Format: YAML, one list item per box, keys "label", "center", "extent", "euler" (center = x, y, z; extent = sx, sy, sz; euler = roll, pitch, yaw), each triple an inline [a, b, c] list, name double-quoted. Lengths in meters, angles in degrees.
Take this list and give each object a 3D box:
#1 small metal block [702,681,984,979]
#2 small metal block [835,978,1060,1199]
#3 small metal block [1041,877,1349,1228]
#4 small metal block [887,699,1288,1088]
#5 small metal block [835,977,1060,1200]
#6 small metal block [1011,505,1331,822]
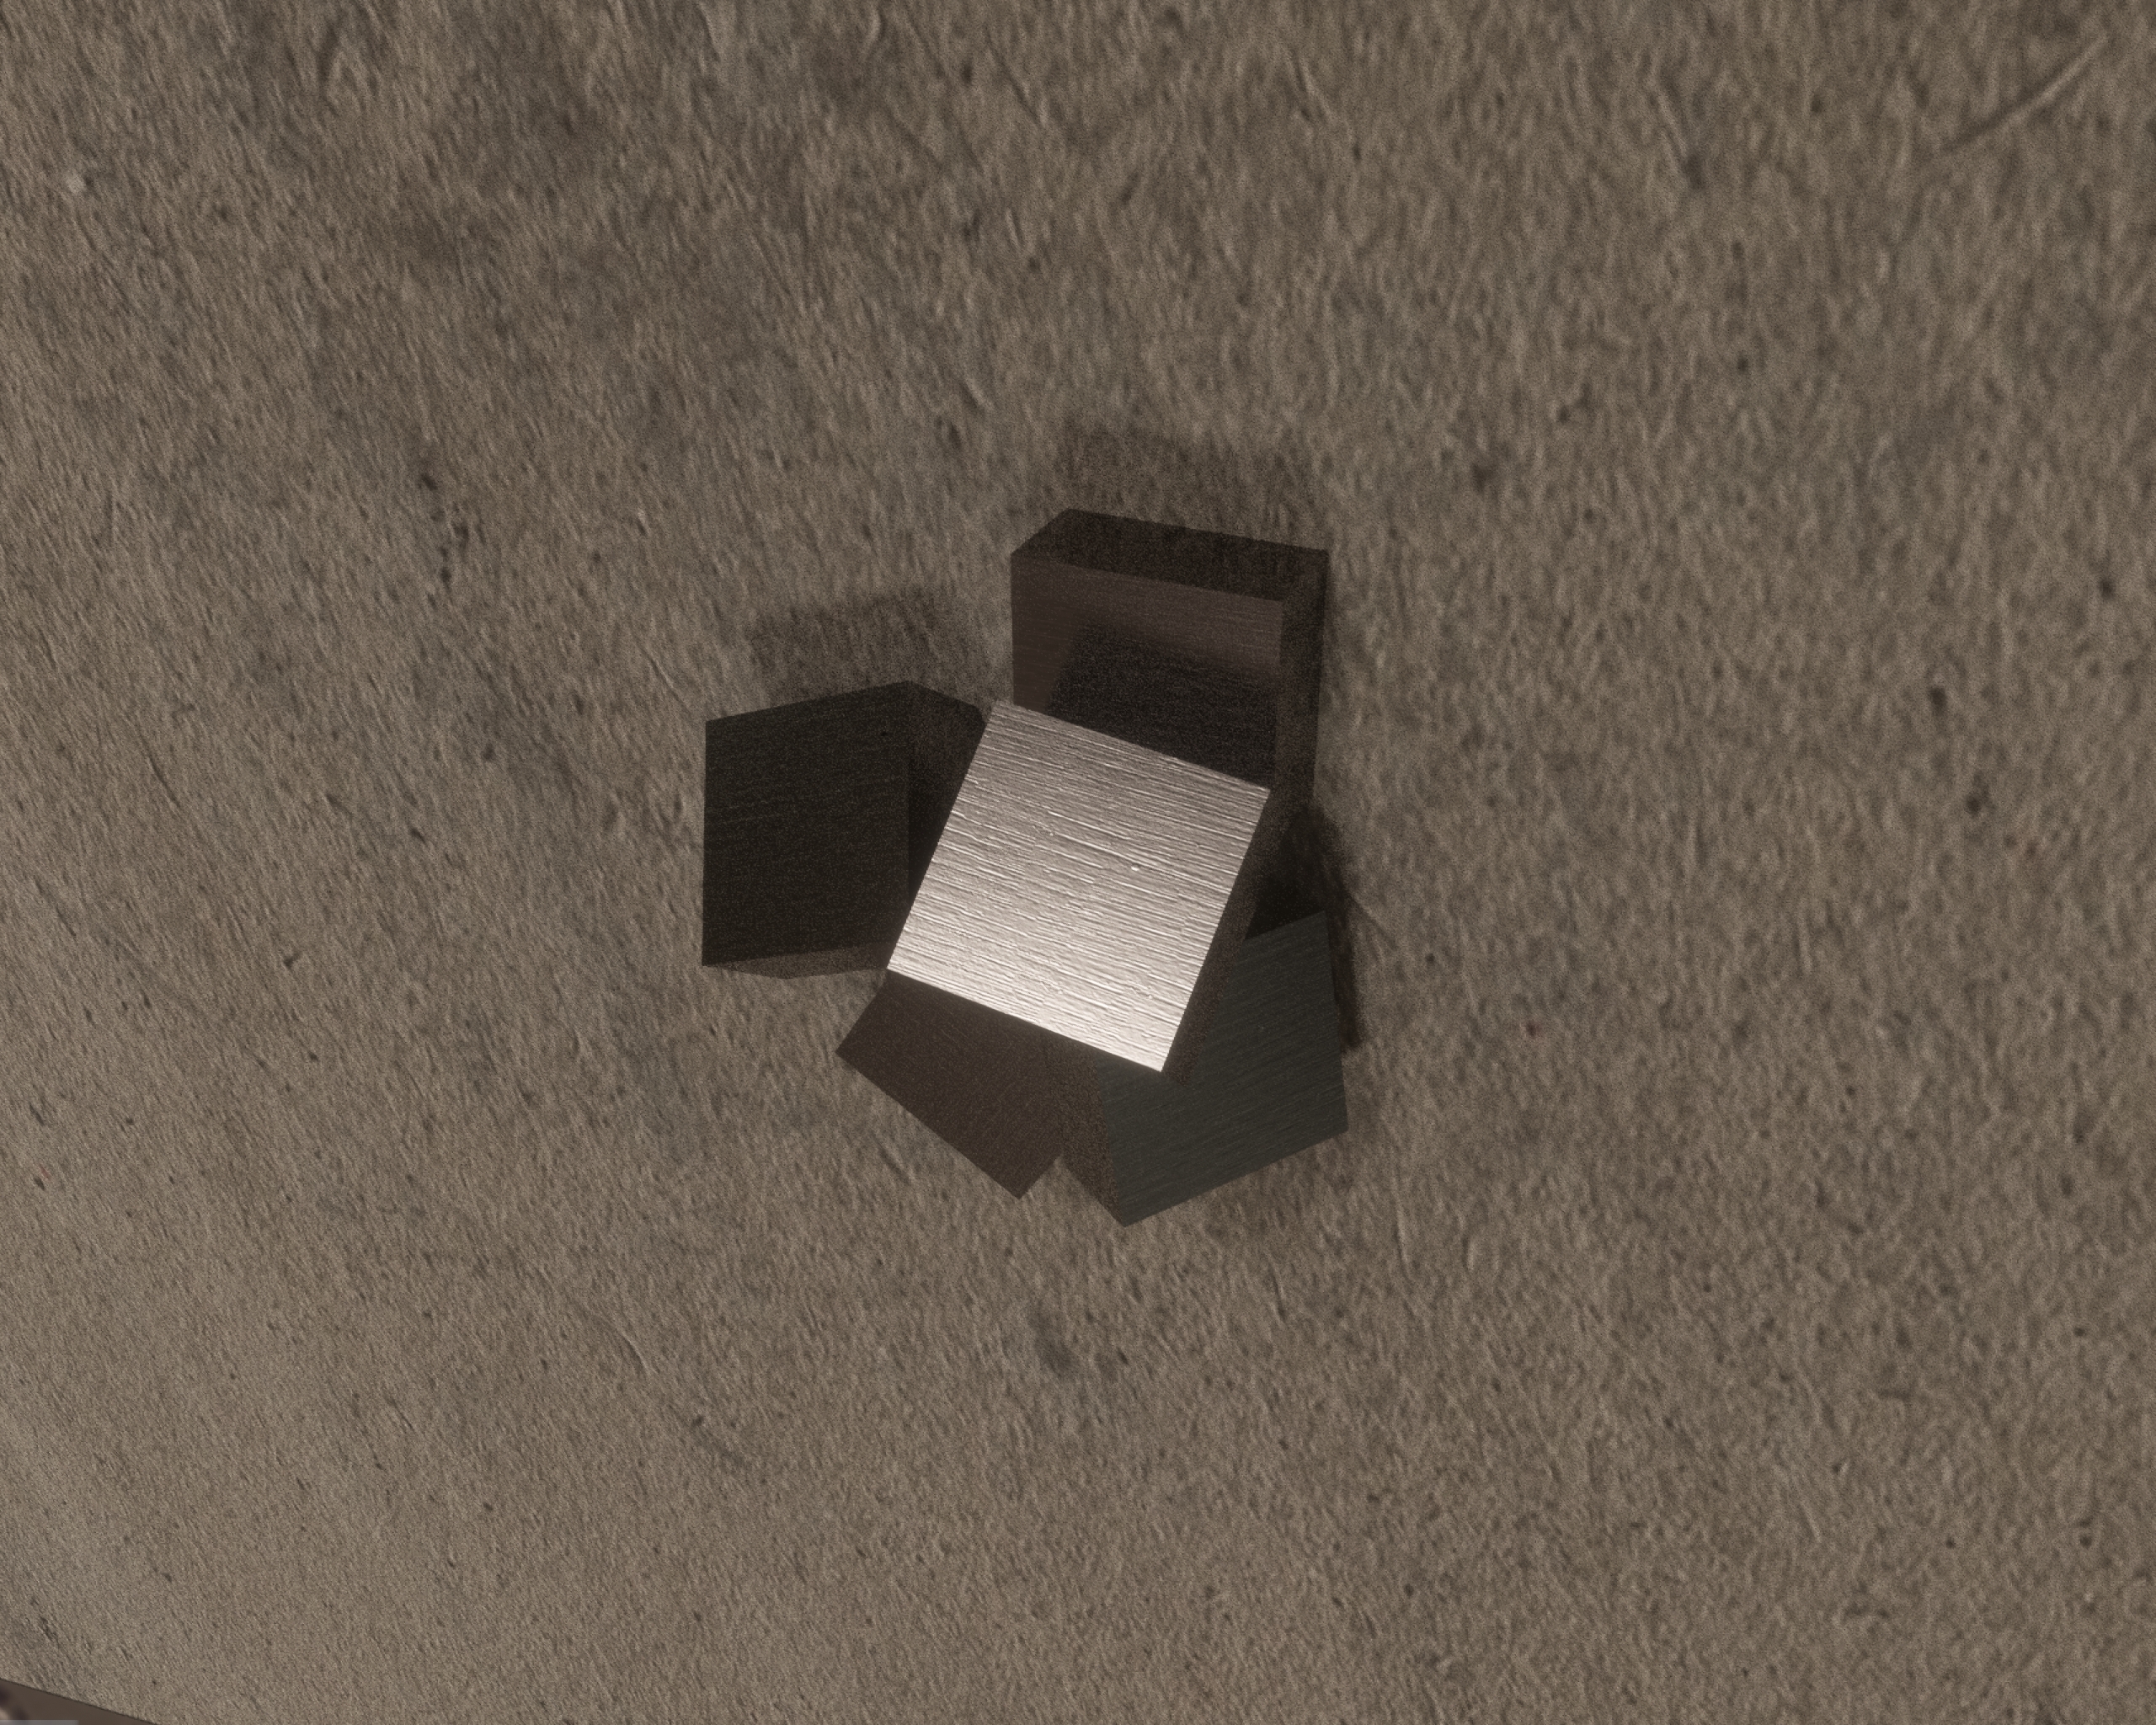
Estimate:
- label: "small metal block"
  center: [-0.046, -0.005, 0.412]
  extent: [0.050, 0.025, 0.050]
  euler: [-8, 77, 31]
- label: "small metal block"
  center: [-0.015, 0.035, 0.436]
  extent: [0.050, 0.025, 0.050]
  euler: [39, 129, 1]
- label: "small metal block"
  center: [0.022, 0.034, 0.398]
  extent: [0.025, 0.050, 0.050]
  euler: [38, 143, 55]
- label: "small metal block"
  center: [0.003, 0.006, 0.359]
  extent: [0.050, 0.025, 0.050]
  euler: [20, 82, 16]
- label: "small metal block"
  center: [-0.015, 0.035, 0.436]
  extent: [0.050, 0.025, 0.050]
  euler: [39, 129, 2]
- label: "small metal block"
  center: [0.016, -0.033, 0.378]
  extent: [0.050, 0.025, 0.050]
  euler: [13, 124, 20]
